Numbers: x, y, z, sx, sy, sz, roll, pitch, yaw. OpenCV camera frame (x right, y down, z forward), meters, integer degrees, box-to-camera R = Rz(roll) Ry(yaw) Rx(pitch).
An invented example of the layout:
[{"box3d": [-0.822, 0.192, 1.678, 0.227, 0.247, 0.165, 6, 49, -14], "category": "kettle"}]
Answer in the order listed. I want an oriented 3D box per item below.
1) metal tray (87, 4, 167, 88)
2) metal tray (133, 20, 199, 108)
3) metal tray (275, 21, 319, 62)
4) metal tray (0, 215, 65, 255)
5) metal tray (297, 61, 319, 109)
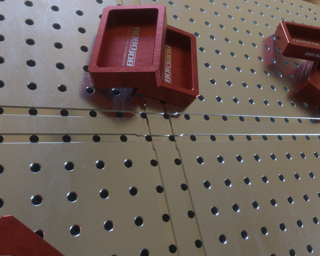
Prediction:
[{"box3d": [-0.040, -0.115, 0.424, 0.090, 0.030, 0.130, 1, 58, 7], "category": "metal tray"}, {"box3d": [0.011, -0.101, 0.471, 0.091, 0.030, 0.130, 15, 56, -20], "category": "metal tray"}, {"box3d": [0.318, -0.180, 0.654, 0.131, 0.030, 0.090, 8, 49, -5], "category": "metal tray"}, {"box3d": [-0.135, 0.148, 0.242, 0.090, 0.030, 0.130, 39, 51, -2], "category": "metal tray"}, {"box3d": [0.342, -0.095, 0.644, 0.090, 0.030, 0.130, 39, 51, -2], "category": "metal tray"}]
